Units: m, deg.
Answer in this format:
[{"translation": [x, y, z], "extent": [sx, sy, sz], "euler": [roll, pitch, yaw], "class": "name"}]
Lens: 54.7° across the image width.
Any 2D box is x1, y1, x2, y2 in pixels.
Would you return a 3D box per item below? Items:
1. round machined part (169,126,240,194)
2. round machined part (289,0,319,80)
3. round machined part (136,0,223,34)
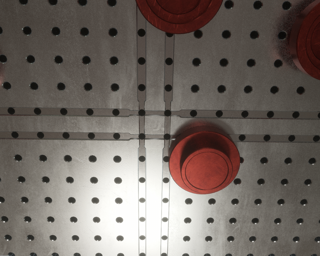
[{"translation": [0.061, 0.050, 0.424], "extent": [0.099, 0.042, 0.097], "euler": [0, 110, -1], "class": "round machined part"}, {"translation": [0.203, -0.107, 0.368], "extent": [0.099, 0.042, 0.097], "euler": [0, 110, -1], "class": "round machined part"}, {"translation": [0.021, -0.157, 0.347], "extent": [0.099, 0.042, 0.097], "euler": [0, 110, -1], "class": "round machined part"}]
